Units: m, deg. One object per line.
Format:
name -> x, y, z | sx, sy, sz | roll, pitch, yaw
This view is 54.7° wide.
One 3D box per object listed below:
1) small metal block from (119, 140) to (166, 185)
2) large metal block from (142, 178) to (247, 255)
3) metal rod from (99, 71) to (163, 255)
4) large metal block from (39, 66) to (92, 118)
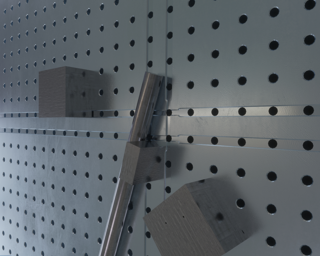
small metal block -> -0.022, 0.045, 0.412 | 0.025, 0.050, 0.050 | 21, 103, 38
large metal block -> 0.038, 0.117, 0.362 | 0.080, 0.050, 0.080 | -45, 63, 30
metal rod -> -0.046, 0.068, 0.447 | 0.025, 0.025, 0.298 | 25, 105, 37
large metal block -> -0.162, -0.057, 0.526 | 0.080, 0.050, 0.079 | 1, 90, 40
